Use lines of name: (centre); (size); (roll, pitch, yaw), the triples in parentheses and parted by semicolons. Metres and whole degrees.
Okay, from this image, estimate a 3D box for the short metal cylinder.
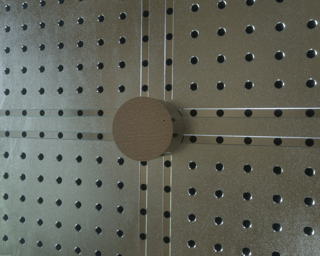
short metal cylinder: (-0.014, 0.001, 0.403); (0.080, 0.050, 0.079); (0, 90, 19)
